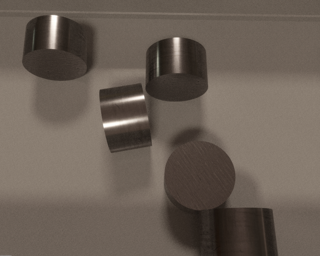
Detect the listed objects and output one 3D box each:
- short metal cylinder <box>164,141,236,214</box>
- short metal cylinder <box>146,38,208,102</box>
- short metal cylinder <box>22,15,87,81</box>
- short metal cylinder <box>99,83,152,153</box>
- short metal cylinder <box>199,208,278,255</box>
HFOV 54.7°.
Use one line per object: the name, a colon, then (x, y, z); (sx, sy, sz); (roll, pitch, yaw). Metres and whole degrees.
short metal cylinder: (0.045, 0.061, 0.375); (0.081, 0.050, 0.080); (0, 70, 0)
short metal cylinder: (0.022, -0.074, 0.408); (0.081, 0.080, 0.050); (0, 70, -1)
short metal cylinder: (-0.139, -0.105, 0.417); (0.081, 0.080, 0.050); (-3, 70, -2)
short metal cylinder: (-0.042, -0.012, 0.385); (0.050, 0.080, 0.080); (-10, 71, -4)
short metal cylinder: (0.084, 0.116, 0.339); (0.081, 0.080, 0.050); (0, 71, -1)
